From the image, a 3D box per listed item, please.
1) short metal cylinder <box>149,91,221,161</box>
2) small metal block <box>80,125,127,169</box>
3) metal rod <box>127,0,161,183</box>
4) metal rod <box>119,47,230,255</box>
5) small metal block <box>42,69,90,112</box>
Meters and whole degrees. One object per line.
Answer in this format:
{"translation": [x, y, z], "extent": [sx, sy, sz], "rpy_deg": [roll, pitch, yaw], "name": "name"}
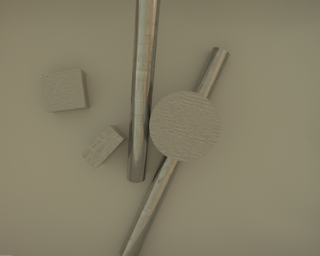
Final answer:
{"translation": [0.029, -0.002, 0.373], "extent": [0.081, 0.050, 0.079], "rpy_deg": [0, 89, 1], "name": "short metal cylinder"}
{"translation": [-0.070, 0.023, 0.398], "extent": [0.025, 0.050, 0.050], "rpy_deg": [43, 90, -1], "name": "small metal block"}
{"translation": [-0.018, -0.067, 0.348], "extent": [0.025, 0.025, 0.298], "rpy_deg": [6, 116, -1], "name": "metal rod"}
{"translation": [0.019, 0.034, 0.411], "extent": [0.025, 0.025, 0.299], "rpy_deg": [25, 90, -1], "name": "metal rod"}
{"translation": [-0.124, -0.048, 0.410], "extent": [0.050, 0.025, 0.050], "rpy_deg": [-7, 90, -1], "name": "small metal block"}
